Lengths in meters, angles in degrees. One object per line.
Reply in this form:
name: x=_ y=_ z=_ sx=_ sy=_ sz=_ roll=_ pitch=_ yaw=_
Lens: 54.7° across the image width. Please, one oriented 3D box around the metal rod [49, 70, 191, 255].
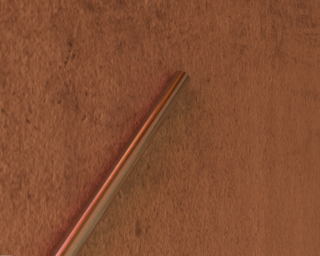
metal rod: x=-0.042 y=0.043 z=0.370 sx=0.025 sy=0.025 sz=0.300 roll=48 pitch=61 yaw=-30
